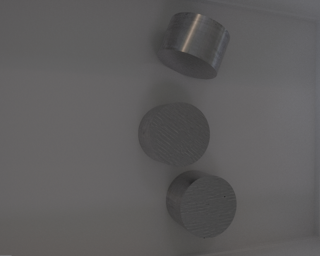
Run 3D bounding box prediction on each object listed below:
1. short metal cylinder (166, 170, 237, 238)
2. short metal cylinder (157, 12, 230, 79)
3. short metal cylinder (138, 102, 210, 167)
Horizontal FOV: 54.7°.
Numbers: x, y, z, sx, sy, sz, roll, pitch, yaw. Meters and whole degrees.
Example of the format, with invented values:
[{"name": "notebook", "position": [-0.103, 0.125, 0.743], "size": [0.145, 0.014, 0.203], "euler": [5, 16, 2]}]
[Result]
[{"name": "short metal cylinder", "position": [0.055, 0.100, 0.417], "size": [0.081, 0.050, 0.080], "euler": [0, 90, -20]}, {"name": "short metal cylinder", "position": [0.043, -0.103, 0.397], "size": [0.080, 0.080, 0.050], "euler": [23, 83, -19]}, {"name": "short metal cylinder", "position": [0.017, 0.008, 0.403], "size": [0.081, 0.050, 0.080], "euler": [0, 90, -20]}]
